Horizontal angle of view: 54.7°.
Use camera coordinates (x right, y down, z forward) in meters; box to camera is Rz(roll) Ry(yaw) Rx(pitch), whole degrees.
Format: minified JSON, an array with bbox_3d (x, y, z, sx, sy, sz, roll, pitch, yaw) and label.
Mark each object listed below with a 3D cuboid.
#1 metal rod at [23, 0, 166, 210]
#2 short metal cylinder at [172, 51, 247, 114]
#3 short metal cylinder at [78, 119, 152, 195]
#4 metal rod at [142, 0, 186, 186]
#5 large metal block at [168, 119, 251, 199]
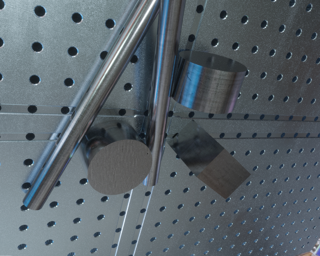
[{"bbox_3d":[-0.077,-0.029,0.351,0.025,0.025,0.299,24,105,-37],"label":"metal rod"},{"bbox_3d":[0.057,-0.057,0.372,0.081,0.080,0.050,-3,120,-27],"label":"short metal cylinder"},{"bbox_3d":[-0.056,0.036,0.387,0.081,0.050,0.079,-14,124,-21],"label":"short metal cylinder"},{"bbox_3d":[0.002,-0.045,0.365,0.025,0.025,0.298,-10,129,-23],"label":"metal rod"},{"bbox_3d":[0.070,0.044,0.441,0.050,0.080,0.080,-46,129,4],"label":"large metal block"}]
